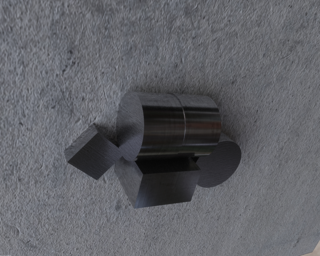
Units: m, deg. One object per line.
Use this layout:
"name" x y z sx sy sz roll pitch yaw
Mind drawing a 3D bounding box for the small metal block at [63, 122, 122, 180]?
"small metal block" -0.081 0.030 0.383 0.050 0.025 0.050 -44 129 2

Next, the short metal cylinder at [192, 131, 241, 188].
"short metal cylinder" 0.071 0.040 0.456 0.081 0.050 0.079 -14 124 -21

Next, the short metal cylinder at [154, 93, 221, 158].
"short metal cylinder" 0.031 -0.003 0.388 0.050 0.080 0.079 1 118 -29

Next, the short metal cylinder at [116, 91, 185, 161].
"short metal cylinder" -0.013 -0.002 0.365 0.050 0.080 0.079 1 118 -29

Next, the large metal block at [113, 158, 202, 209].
"large metal block" -0.006 0.054 0.404 0.081 0.080 0.050 1 118 -29
